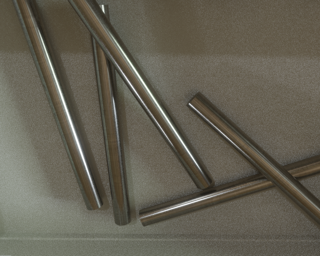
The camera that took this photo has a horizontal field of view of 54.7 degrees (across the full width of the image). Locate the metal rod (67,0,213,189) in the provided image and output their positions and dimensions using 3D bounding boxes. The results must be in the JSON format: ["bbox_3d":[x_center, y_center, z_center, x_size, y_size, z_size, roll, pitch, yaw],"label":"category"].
[{"bbox_3d":[-0.014,-0.036,0.381,0.025,0.025,0.299,-30,114,10],"label":"metal rod"}]

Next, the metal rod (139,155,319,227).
[{"bbox_3d":[0.115,0.086,0.443,0.301,0.025,0.025,-19,109,6],"label":"metal rod"}]

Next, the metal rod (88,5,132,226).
[{"bbox_3d":[-0.064,-0.002,0.409,0.025,0.025,0.298,-3,110,1],"label":"metal rod"}]

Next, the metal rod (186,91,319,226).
[{"bbox_3d":[0.154,0.061,0.410,0.300,0.025,0.025,41,105,-5],"label":"metal rod"}]

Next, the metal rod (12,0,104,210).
[{"bbox_3d":[-0.127,-0.024,0.401,0.025,0.025,0.298,-12,110,4],"label":"metal rod"}]
